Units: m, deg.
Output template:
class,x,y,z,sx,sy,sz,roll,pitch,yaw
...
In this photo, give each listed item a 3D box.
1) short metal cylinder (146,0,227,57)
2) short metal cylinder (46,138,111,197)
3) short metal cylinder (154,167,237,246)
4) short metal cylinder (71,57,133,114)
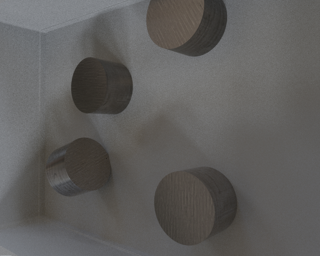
class,x,y,z,sx,sy,sz,roll,pitch,yaw
short metal cylinder,0.031,-0.128,0.364,0.080,0.050,0.079,0,90,39
short metal cylinder,-0.123,0.060,0.469,0.050,0.081,0.080,-23,76,37
short metal cylinder,0.040,0.087,0.356,0.080,0.050,0.079,0,90,39
short metal cylinder,-0.087,-0.061,0.459,0.080,0.050,0.079,0,90,39
